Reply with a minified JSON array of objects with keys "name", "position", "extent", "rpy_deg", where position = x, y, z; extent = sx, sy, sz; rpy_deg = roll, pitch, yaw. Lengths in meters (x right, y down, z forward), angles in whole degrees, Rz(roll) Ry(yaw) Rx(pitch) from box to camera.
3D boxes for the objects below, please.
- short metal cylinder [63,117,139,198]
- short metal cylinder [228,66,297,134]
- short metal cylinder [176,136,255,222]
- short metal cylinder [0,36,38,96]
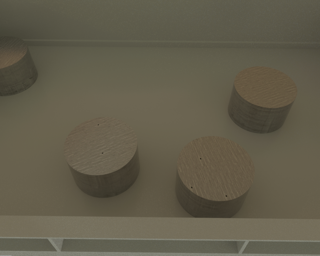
[{"name":"short metal cylinder","position":[-0.065,0.033,0.360],"extent":[0.080,0.050,0.080],"rpy_deg":[0,50,0]},{"name":"short metal cylinder","position":[0.137,-0.039,0.422],"extent":[0.080,0.050,0.080],"rpy_deg":[0,50,0]},{"name":"short metal cylinder","position":[0.058,0.056,0.342],"extent":[0.080,0.050,0.080],"rpy_deg":[0,50,0]},{"name":"short metal cylinder","position":[-0.233,-0.094,0.466],"extent":[0.080,0.050,0.080],"rpy_deg":[0,50,0]}]
